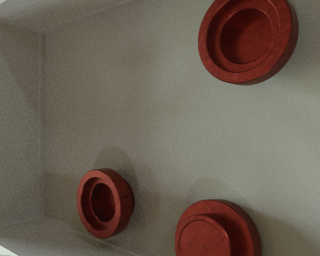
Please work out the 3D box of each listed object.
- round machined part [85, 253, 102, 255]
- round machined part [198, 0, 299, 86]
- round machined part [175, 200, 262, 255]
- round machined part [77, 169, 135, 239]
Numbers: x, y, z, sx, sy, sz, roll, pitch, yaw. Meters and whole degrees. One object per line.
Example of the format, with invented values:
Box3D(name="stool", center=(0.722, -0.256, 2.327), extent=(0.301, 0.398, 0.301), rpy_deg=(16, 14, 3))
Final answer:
Box3D(name="round machined part", center=(-0.093, 0.241, 0.472), extent=(0.098, 0.042, 0.097), rpy_deg=(0, 90, 39))
Box3D(name="round machined part", center=(0.092, -0.092, 0.319), extent=(0.098, 0.042, 0.097), rpy_deg=(0, 90, 39))
Box3D(name="round machined part", center=(0.056, 0.128, 0.339), extent=(0.098, 0.042, 0.098), rpy_deg=(-9, 75, 37))
Box3D(name="round machined part", center=(-0.076, 0.108, 0.456), extent=(0.098, 0.042, 0.097), rpy_deg=(0, 90, 39))
